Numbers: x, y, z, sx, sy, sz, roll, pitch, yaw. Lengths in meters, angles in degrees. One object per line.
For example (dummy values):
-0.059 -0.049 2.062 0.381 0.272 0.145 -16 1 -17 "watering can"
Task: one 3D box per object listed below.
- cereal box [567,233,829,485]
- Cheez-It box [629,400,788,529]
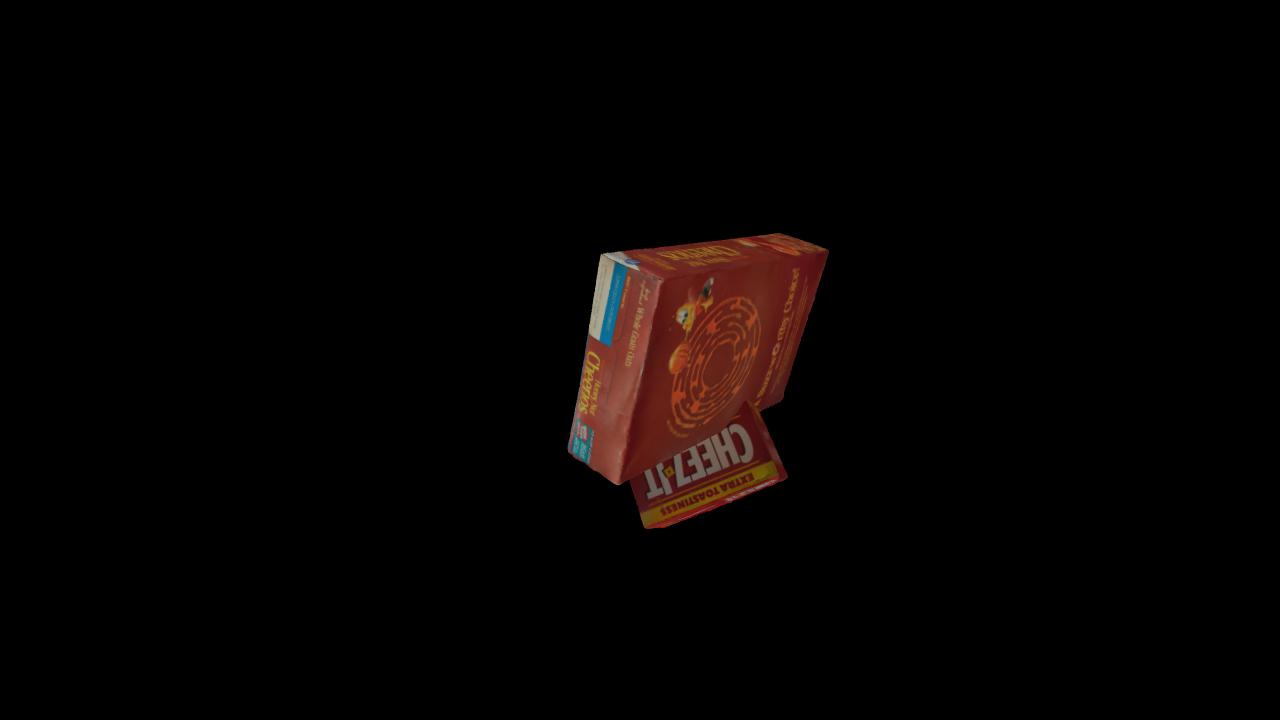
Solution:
0.070 -0.018 0.638 0.081 0.203 0.306 29 31 34 "cereal box"
0.051 0.067 0.729 0.166 0.223 0.071 -26 -21 15 "Cheez-It box"
